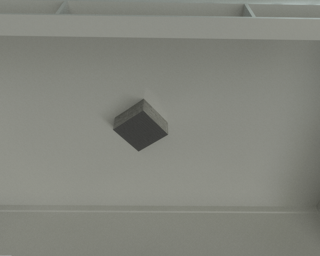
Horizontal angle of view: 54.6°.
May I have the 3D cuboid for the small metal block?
[{"bbox_3d":[-0.025,-0.003,0.406,0.050,0.025,0.050,-31,124,23],"label":"small metal block"}]
